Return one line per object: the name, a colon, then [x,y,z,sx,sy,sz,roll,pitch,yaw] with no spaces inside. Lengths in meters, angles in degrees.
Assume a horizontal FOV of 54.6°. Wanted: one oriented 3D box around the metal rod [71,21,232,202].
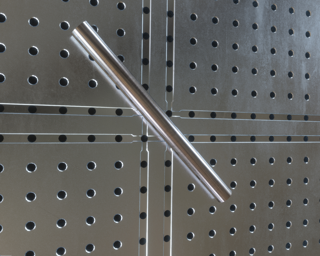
metal rod: [-0.003,-0.012,0.412,0.025,0.025,0.300,-45,104,-14]
